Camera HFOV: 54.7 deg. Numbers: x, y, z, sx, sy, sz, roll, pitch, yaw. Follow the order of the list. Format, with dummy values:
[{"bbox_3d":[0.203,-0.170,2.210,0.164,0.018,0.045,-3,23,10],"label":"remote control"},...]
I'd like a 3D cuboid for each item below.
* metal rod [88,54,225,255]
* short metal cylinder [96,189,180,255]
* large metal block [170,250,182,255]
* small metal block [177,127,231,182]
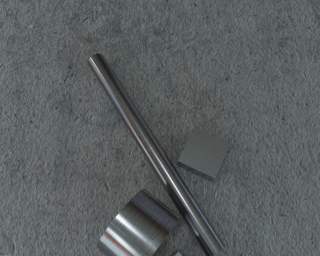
[{"bbox_3d":[-0.014,0.023,0.399,0.025,0.025,0.299,-30,73,-11],"label":"metal rod"},{"bbox_3d":[-0.022,0.114,0.337,0.050,0.080,0.080,37,74,12],"label":"short metal cylinder"},{"bbox_3d":[0.017,0.190,0.326,0.080,0.050,0.080,-41,75,-14],"label":"large metal block"},{"bbox_3d":[0.056,0.034,0.396,0.050,0.025,0.050,25,72,8],"label":"small metal block"}]
